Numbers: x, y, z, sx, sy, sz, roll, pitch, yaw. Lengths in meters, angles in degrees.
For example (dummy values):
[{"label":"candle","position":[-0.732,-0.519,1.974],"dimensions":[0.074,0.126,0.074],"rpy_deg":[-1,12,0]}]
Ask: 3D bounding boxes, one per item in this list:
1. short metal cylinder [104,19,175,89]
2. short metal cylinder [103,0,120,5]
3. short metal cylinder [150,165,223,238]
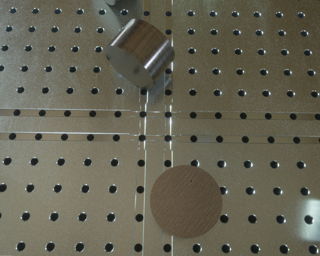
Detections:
[{"label":"short metal cylinder","position":[-0.027,-0.099,0.418],"dimensions":[0.080,0.080,0.050],"rpy_deg":[33,73,11]},{"label":"short metal cylinder","position":[-0.073,-0.236,0.468],"dimensions":[0.050,0.080,0.080],"rpy_deg":[-40,75,-13]},{"label":"short metal cylinder","position":[0.029,0.088,0.367],"dimensions":[0.081,0.050,0.080],"rpy_deg":[0,70,0]}]
